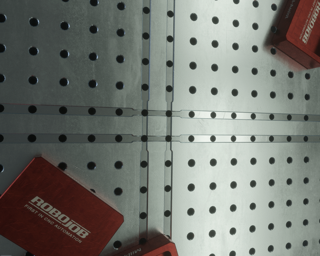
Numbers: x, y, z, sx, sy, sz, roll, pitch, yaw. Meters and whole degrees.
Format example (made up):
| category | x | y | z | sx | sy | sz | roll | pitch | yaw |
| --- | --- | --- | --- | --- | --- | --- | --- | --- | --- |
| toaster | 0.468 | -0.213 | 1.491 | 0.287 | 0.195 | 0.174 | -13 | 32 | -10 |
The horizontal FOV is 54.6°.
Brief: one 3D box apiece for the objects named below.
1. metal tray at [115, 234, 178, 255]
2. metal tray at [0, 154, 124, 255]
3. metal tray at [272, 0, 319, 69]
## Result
| category | x | y | z | sx | sy | sz | roll | pitch | yaw |
| --- | --- | --- | --- | --- | --- | --- | --- | --- | --- |
| metal tray | -0.033 | 0.206 | 0.397 | 0.131 | 0.030 | 0.090 | -18 | 96 | -19 |
| metal tray | -0.120 | 0.104 | 0.366 | 0.130 | 0.030 | 0.090 | 41 | 77 | -16 |
| metal tray | 0.245 | -0.173 | 0.499 | 0.090 | 0.030 | 0.130 | 27 | 81 | -18 |
